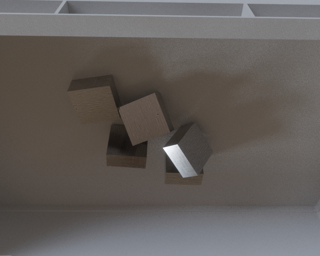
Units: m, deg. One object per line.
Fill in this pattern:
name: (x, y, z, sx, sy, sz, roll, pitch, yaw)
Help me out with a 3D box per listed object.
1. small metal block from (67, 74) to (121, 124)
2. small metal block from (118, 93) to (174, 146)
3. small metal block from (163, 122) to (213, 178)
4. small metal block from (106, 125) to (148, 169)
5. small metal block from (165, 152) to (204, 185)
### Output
small metal block: (-0.078, -0.034, 0.379, 0.050, 0.025, 0.050, -7, 130, 6)
small metal block: (-0.017, -0.011, 0.383, 0.050, 0.025, 0.050, -21, 91, 15)
small metal block: (0.038, 0.028, 0.405, 0.025, 0.050, 0.050, -18, 112, 44)
small metal block: (-0.042, 0.024, 0.411, 0.050, 0.050, 0.025, 5, 138, -4)
small metal block: (0.032, 0.052, 0.437, 0.050, 0.050, 0.025, 2, 132, -2)
